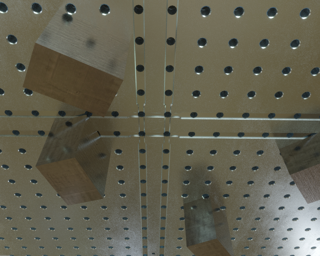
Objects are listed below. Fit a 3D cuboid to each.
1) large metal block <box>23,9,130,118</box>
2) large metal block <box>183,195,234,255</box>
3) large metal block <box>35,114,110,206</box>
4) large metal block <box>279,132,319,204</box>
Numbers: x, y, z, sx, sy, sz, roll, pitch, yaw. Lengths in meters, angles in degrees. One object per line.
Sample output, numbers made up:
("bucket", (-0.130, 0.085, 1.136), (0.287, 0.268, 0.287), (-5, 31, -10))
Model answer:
("large metal block", (-0.081, -0.067, 0.317), (0.080, 0.080, 0.050), (21, 127, -18))
("large metal block", (0.083, 0.176, 0.527), (0.050, 0.080, 0.080), (-23, 127, 18))
("large metal block", (-0.109, 0.042, 0.410), (0.050, 0.080, 0.080), (-13, 129, 10))
("large metal block", (0.232, 0.056, 0.446), (0.080, 0.050, 0.080), (-27, 125, 21))
